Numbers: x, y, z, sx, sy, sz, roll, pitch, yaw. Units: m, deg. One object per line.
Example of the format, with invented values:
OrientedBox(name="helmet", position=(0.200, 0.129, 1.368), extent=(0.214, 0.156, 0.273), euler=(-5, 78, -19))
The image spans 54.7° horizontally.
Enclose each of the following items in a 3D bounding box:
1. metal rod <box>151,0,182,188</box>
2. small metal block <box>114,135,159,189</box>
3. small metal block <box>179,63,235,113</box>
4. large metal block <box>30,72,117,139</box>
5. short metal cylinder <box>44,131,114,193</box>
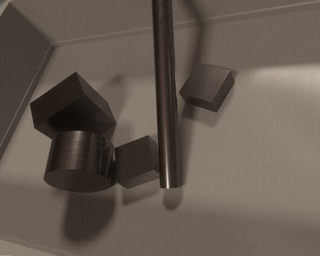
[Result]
OrientedBox(name="metal rod", position=(0.006, -0.080, 0.374), extent=(0.025, 0.025, 0.298), euler=(-5, 84, 25))
OrientedBox(name="small metal block", position=(-0.028, 0.043, 0.392), extent=(0.050, 0.025, 0.050), euler=(-21, 54, 15))
OrientedBox(name="small metal block", position=(0.061, -0.053, 0.405), extent=(0.050, 0.025, 0.050), euler=(22, 74, 36))
OrientedBox(name="large metal block", position=(-0.123, -0.020, 0.445), extent=(0.080, 0.080, 0.050), euler=(-34, 52, 6))
OrientedBox(name="short metal cylinder", position=(-0.101, 0.045, 0.394), extent=(0.080, 0.080, 0.050), euler=(-13, 57, 21))
